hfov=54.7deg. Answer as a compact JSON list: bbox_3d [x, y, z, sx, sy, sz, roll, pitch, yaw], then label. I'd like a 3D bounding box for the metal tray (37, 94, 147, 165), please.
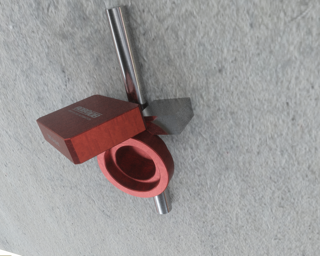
[{"bbox_3d":[-0.088,-0.005,0.377,0.130,0.091,0.030,18,130,54],"label":"metal tray"}]

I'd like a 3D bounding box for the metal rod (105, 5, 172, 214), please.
[{"bbox_3d":[-0.022,-0.006,0.415,0.025,0.025,0.298,2,120,27],"label":"metal rod"}]

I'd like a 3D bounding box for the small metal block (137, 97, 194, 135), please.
[{"bbox_3d":[0.008,-0.015,0.378,0.050,0.050,0.025,-1,118,28],"label":"small metal block"}]

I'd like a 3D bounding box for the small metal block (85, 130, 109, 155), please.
[{"bbox_3d":[-0.075,0.011,0.437,0.050,0.050,0.025,-20,108,35],"label":"small metal block"}]

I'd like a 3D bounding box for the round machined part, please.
[{"bbox_3d":[-0.027,0.039,0.399,0.098,0.042,0.097,12,127,18],"label":"round machined part"}]
